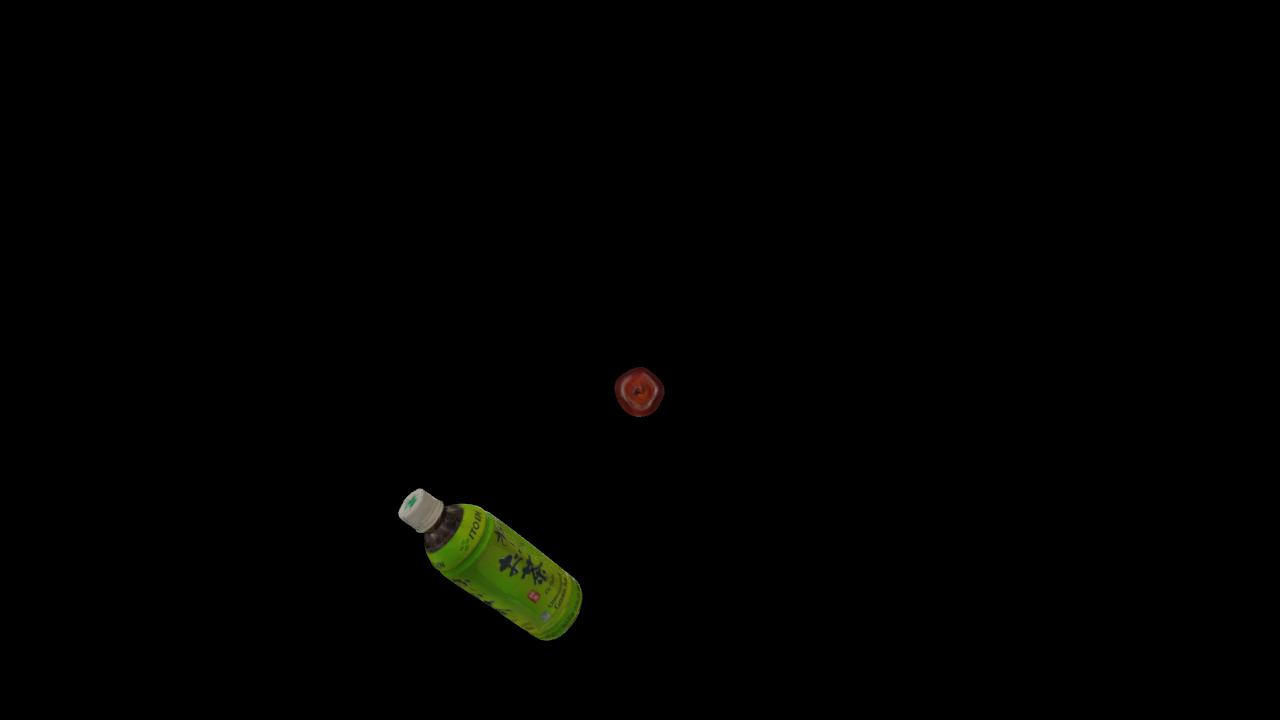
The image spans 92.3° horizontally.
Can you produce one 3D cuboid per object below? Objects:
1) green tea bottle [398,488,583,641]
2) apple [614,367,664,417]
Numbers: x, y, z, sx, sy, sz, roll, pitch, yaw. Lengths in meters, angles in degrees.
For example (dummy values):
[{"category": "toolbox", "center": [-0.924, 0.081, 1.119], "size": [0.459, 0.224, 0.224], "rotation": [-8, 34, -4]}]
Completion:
[{"category": "green tea bottle", "center": [-0.145, 0.196, 0.599], "size": [0.073, 0.073, 0.212], "rotation": [0, -41, 51]}, {"category": "apple", "center": [-0.002, 0.051, 0.972], "size": [0.079, 0.079, 0.093], "rotation": [0, -4, 4]}]
